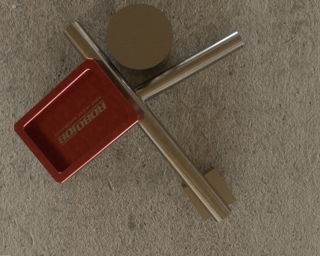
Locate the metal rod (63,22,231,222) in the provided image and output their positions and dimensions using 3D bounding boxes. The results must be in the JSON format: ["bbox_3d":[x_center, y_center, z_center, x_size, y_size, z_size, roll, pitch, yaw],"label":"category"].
[{"bbox_3d":[-0.015,-0.007,0.386,0.025,0.025,0.300,-39,91,0],"label":"metal rod"}]

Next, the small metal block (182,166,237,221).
[{"bbox_3d":[0.064,0.086,0.412,0.050,0.025,0.050,-34,90,0],"label":"small metal block"}]

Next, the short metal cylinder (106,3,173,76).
[{"bbox_3d":[-0.025,-0.110,0.398,0.081,0.050,0.079,0,90,-1],"label":"short metal cylinder"}]

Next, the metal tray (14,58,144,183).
[{"bbox_3d":[-0.096,-0.008,0.369,0.130,0.030,0.090,-39,90,11],"label":"metal tray"}]

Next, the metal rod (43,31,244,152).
[{"bbox_3d":[-0.027,-0.044,0.411,0.301,0.025,0.025,-30,90,-1],"label":"metal rod"}]
